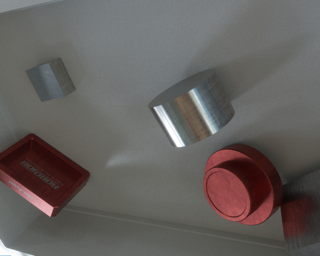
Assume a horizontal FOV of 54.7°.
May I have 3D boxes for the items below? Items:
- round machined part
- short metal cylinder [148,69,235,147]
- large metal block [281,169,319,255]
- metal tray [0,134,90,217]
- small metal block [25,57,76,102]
[{"bbox_3d":[0.090,0.071,0.371,0.098,0.042,0.097,23,123,43],"label":"round machined part"},{"bbox_3d":[0.034,-0.022,0.340,0.080,0.080,0.050,-20,108,35],"label":"short metal cylinder"},{"bbox_3d":[0.179,0.093,0.328,0.050,0.080,0.080,35,131,-20],"label":"large metal block"},{"bbox_3d":[-0.196,0.074,0.512,0.130,0.090,0.030,34,129,5],"label":"metal tray"},{"bbox_3d":[-0.157,-0.069,0.447,0.050,0.025,0.050,-8,115,31],"label":"small metal block"}]
